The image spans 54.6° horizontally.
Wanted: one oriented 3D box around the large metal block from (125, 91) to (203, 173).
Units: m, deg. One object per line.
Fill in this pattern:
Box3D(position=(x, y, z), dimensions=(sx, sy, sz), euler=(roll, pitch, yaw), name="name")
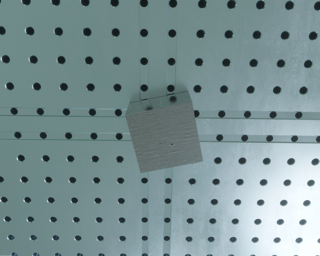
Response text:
Box3D(position=(0.006, 0.004, 0.401), dimensions=(0.080, 0.050, 0.080), euler=(-11, 110, 4), name="large metal block")
